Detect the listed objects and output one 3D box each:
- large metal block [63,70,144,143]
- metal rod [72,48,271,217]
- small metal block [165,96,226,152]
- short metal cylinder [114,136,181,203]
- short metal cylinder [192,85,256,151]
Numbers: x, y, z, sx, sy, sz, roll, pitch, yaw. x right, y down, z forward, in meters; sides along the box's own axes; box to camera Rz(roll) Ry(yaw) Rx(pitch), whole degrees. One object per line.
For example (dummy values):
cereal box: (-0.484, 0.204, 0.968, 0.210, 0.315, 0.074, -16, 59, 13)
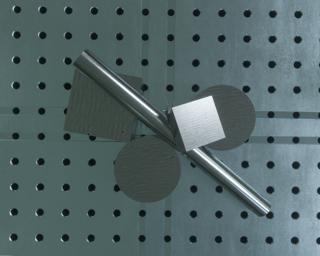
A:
large metal block: (-0.068, -0.029, 0.395, 0.080, 0.050, 0.080, 11, 90, 0)
metal rod: (0.025, 0.015, 0.375, 0.301, 0.025, 0.025, 39, 90, -14)
small metal block: (0.040, -0.004, 0.353, 0.050, 0.025, 0.050, -18, 90, -18)
short metal cylinder: (-0.015, 0.050, 0.397, 0.081, 0.050, 0.079, 0, 90, 0)
short metal cylinder: (0.075, -0.013, 0.398, 0.081, 0.050, 0.079, 0, 90, 0)
